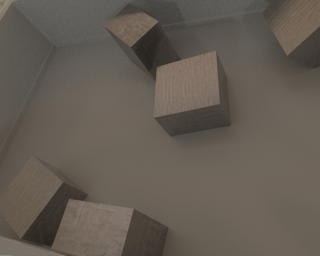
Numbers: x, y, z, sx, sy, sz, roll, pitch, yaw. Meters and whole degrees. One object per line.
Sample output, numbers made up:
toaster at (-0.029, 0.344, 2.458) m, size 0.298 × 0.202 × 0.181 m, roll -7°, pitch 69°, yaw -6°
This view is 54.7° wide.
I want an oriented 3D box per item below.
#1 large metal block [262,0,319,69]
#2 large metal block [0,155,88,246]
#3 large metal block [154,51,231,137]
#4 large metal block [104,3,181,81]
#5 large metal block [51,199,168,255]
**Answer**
large metal block at (0.177, -0.130, 0.353) m, size 0.080 × 0.050 × 0.080 m, roll -47°, pitch 42°, yaw 40°
large metal block at (-0.159, 0.096, 0.415) m, size 0.080 × 0.050 × 0.080 m, roll 27°, pitch 76°, yaw 37°
large metal block at (0.041, -0.042, 0.394) m, size 0.080 × 0.050 × 0.080 m, roll -11°, pitch 57°, yaw 22°
large metal block at (-0.025, -0.126, 0.461) m, size 0.050 × 0.080 × 0.080 m, roll -44°, pitch 51°, yaw -2°
large metal block at (-0.048, 0.115, 0.325) m, size 0.080 × 0.080 × 0.050 m, roll 0°, pitch 62°, yaw 28°
